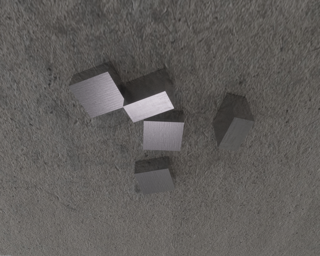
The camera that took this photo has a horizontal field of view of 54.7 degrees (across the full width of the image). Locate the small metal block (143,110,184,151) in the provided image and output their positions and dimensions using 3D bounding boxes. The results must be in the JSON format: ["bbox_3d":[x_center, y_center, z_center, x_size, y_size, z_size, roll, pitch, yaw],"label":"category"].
[{"bbox_3d":[0.004,0.003,0.410,0.050,0.025,0.050,2,130,-2],"label":"small metal block"}]

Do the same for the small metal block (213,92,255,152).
[{"bbox_3d":[0.090,-0.008,0.385,0.025,0.050,0.050,12,129,-10],"label":"small metal block"}]

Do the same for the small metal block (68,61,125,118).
[{"bbox_3d":[-0.071,-0.045,0.368,0.050,0.025,0.050,-17,128,14],"label":"small metal block"}]

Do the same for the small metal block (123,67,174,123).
[{"bbox_3d":[-0.012,-0.039,0.358,0.050,0.050,0.025,-19,128,15],"label":"small metal block"}]

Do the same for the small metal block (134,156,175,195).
[{"bbox_3d":[-0.007,0.072,0.469,0.050,0.025,0.050,-11,130,8],"label":"small metal block"}]
